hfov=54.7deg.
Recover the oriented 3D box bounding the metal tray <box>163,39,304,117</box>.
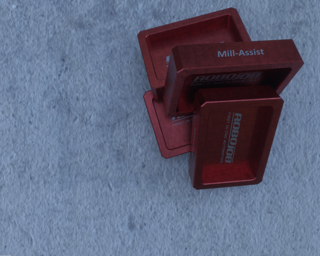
[{"bbox_3d":[0.074,-0.052,0.339,0.131,0.090,0.030,-6,63,-10],"label":"metal tray"}]

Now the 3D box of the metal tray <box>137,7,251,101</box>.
[{"bbox_3d":[0.045,-0.094,0.388,0.131,0.030,0.090,-15,65,0],"label":"metal tray"}]

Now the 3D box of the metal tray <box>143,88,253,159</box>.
[{"bbox_3d":[0.053,-0.021,0.408,0.131,0.030,0.090,-17,90,-1],"label":"metal tray"}]

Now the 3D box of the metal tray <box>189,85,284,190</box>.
[{"bbox_3d":[0.085,0.015,0.369,0.091,0.030,0.129,-4,126,-6],"label":"metal tray"}]
